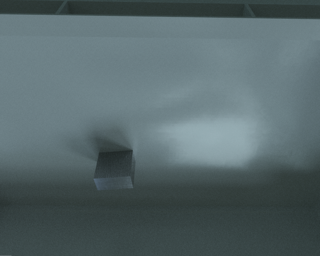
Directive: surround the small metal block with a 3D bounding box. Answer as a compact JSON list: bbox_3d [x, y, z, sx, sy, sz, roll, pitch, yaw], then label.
[{"bbox_3d":[-0.063,0.060,0.443,0.050,0.050,0.025,-4,130,3],"label":"small metal block"}]
